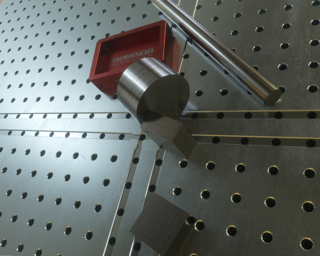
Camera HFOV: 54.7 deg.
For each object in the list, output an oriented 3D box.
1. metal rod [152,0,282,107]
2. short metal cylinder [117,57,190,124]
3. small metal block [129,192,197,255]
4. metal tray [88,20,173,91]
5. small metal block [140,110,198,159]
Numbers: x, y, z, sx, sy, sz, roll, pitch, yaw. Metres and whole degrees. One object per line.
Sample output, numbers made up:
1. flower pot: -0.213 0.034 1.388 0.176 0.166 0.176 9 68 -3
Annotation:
1. metal rod: 0.064 -0.131 0.453 0.025 0.025 0.300 -37 51 3
2. short metal cylinder: -0.008 -0.045 0.404 0.080 0.080 0.050 -44 51 -2
3. small metal block: 0.004 0.107 0.340 0.050 0.025 0.050 24 74 36
4. metal tray: -0.046 -0.116 0.498 0.130 0.030 0.090 -10 58 22
5. small metal block: 0.011 0.008 0.380 0.050 0.050 0.025 23 74 36
